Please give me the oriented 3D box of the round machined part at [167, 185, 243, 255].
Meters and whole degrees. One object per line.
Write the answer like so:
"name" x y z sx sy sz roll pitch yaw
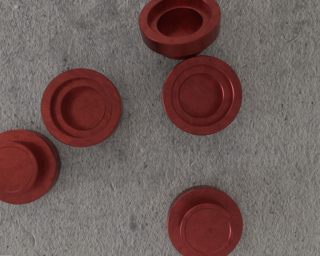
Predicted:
"round machined part" 0.059 0.127 0.402 0.099 0.042 0.097 0 90 0

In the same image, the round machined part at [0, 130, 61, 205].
"round machined part" -0.184 0.051 0.400 0.099 0.042 0.097 0 90 0

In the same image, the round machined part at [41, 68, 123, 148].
"round machined part" -0.097 -0.025 0.401 0.099 0.042 0.097 0 90 0

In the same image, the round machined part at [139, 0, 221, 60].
"round machined part" 0.026 -0.124 0.387 0.098 0.042 0.098 -4 58 7

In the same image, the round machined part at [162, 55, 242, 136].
"round machined part" 0.051 -0.041 0.398 0.099 0.042 0.097 0 96 -3
